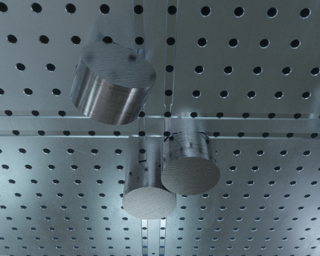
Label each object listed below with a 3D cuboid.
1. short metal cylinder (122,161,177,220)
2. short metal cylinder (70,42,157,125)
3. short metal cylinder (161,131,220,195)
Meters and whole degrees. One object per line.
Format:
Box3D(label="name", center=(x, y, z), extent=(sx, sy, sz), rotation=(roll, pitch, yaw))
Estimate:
Box3D(label="short metal cylinder", center=(-0.016, 0.097, 0.478), extent=(0.081, 0.050, 0.079), rotation=(0, 130, 0))
Box3D(label="short metal cylinder", center=(-0.051, -0.049, 0.333), extent=(0.081, 0.080, 0.050), rotation=(18, 128, -15))
Box3D(label="short metal cylinder", center=(0.041, 0.051, 0.439), extent=(0.081, 0.050, 0.079), rotation=(0, 130, 0))
